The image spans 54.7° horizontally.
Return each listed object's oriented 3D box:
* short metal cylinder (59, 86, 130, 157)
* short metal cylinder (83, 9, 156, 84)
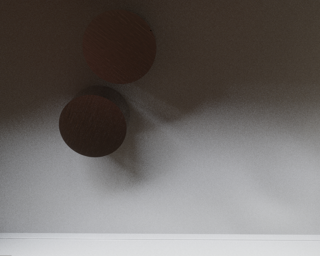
[{"bbox_3d":[-0.080,-0.010,0.393,0.081,0.050,0.079,0,110,-1],"label":"short metal cylinder"},{"bbox_3d":[-0.044,-0.096,0.362,0.081,0.050,0.079,0,110,-1],"label":"short metal cylinder"}]
